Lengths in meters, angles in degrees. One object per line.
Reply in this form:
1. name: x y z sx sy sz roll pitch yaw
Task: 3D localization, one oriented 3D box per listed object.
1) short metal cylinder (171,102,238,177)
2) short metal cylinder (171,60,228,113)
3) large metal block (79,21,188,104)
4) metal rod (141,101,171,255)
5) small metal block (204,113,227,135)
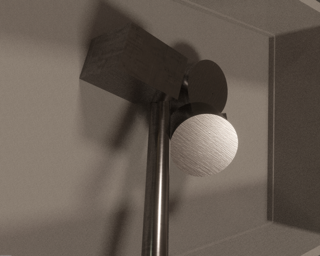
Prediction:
1. short metal cylinder: 0.049 0.013 0.383 0.081 0.050 0.079 -2 110 -5
2. short metal cylinder: 0.050 -0.052 0.434 0.081 0.050 0.079 0 90 -40
3. large metal block: -0.030 -0.067 0.347 0.080 0.080 0.050 23 76 -38
4. metal rod: -0.002 0.044 0.334 0.025 0.025 0.299 29 49 -37
5. small metal block: 0.062 -0.002 0.445 0.050 0.050 0.025 -23 105 -38
